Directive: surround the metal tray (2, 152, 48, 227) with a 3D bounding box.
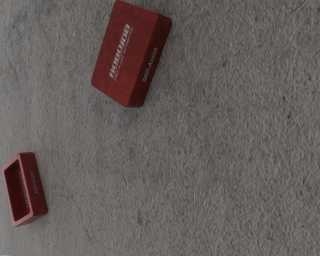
[{"bbox_3d":[-0.278,0.125,0.630,0.090,0.030,0.130,-32,70,35],"label":"metal tray"}]

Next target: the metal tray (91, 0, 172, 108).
[{"bbox_3d":[-0.044,-0.104,0.438,0.090,0.030,0.129,33,110,35],"label":"metal tray"}]
